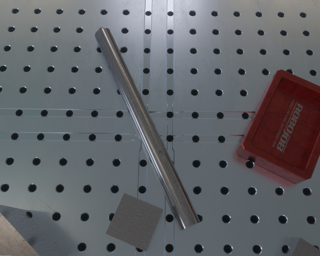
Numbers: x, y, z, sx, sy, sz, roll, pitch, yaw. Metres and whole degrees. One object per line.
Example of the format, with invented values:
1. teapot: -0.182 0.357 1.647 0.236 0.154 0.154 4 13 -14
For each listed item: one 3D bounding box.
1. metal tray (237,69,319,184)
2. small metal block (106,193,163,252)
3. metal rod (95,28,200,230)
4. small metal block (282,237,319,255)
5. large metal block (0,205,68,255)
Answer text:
1. metal tray: 0.171 -0.004 0.411 0.090 0.030 0.130 27 72 9
2. small metal block: -0.029 0.112 0.370 0.050 0.025 0.050 21 71 7
3. metal rod: -0.024 -0.012 0.415 0.025 0.025 0.299 -23 72 -8
4. small metal block: 0.167 0.162 0.354 0.050 0.025 0.050 33 73 11
5. large metal block: -0.156 0.131 0.333 0.080 0.080 0.050 40 75 13
